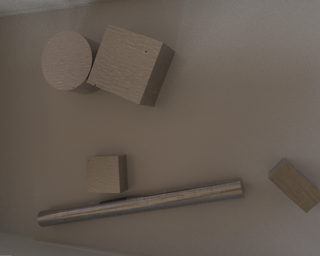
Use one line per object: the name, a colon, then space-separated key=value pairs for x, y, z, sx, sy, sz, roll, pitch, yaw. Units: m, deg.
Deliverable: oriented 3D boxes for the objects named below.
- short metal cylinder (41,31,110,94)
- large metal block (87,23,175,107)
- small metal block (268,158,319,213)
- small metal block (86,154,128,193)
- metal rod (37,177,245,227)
short metal cylinder: x=-0.117 y=-0.090 z=0.437 sx=0.080 sy=0.050 sz=0.079 roll=0 pitch=90 yaw=19
large metal block: x=-0.037 y=-0.081 z=0.409 sx=0.080 sy=0.050 sz=0.080 roll=24 pitch=98 yaw=18
small metal block: x=0.150 y=0.062 z=0.345 sx=0.050 sy=0.050 sz=0.025 roll=44 pitch=104 yaw=14
small metal block: x=-0.074 y=0.064 z=0.436 sx=0.050 sy=0.025 sz=0.050 roll=-4 pitch=89 yaw=19
metal rod: x=-0.039 y=0.105 z=0.423 sx=0.301 sy=0.025 sz=0.025 roll=-13 pitch=86 yaw=19
